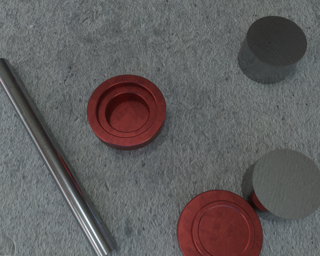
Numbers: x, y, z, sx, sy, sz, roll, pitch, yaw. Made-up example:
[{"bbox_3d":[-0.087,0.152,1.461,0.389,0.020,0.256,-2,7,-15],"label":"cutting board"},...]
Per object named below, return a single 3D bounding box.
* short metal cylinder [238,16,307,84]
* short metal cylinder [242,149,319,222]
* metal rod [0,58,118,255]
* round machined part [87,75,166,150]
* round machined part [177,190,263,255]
[{"bbox_3d":[0.156,-0.109,0.437,0.081,0.050,0.080,0,70,0],"label":"short metal cylinder"},{"bbox_3d":[0.144,0.070,0.371,0.081,0.050,0.080,0,70,0],"label":"short metal cylinder"},{"bbox_3d":[-0.143,0.027,0.396,0.025,0.025,0.299,-32,73,-11],"label":"metal rod"},{"bbox_3d":[-0.042,-0.017,0.405,0.099,0.042,0.098,0,70,-1],"label":"round machined part"},{"bbox_3d":[0.070,0.120,0.356,0.099,0.042,0.098,0,70,-1],"label":"round machined part"}]
